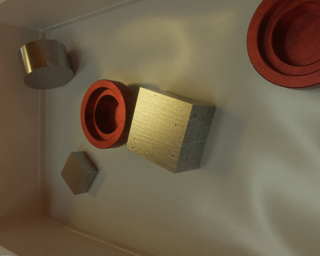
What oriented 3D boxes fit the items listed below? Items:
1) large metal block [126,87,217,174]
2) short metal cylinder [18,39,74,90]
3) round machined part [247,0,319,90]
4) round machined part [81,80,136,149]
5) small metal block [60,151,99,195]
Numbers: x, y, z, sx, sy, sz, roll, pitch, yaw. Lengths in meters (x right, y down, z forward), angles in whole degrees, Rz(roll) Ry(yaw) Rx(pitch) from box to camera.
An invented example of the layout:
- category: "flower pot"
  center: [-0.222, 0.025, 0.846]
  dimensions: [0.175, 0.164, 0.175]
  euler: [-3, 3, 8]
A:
- category: "large metal block"
  center: [0.012, 0.000, 0.379]
  dimensions: [0.080, 0.050, 0.079]
  euler: [23, 104, 37]
- category: "short metal cylinder"
  center: [-0.194, -0.106, 0.528]
  dimensions: [0.080, 0.081, 0.050]
  euler: [-29, 72, 36]
- category: "round machined part"
  center: [0.135, -0.083, 0.284]
  dimensions: [0.098, 0.042, 0.097]
  euler: [0, 90, 39]
- category: "round machined part"
  center: [-0.068, -0.019, 0.450]
  dimensions: [0.098, 0.042, 0.097]
  euler: [0, 90, 39]
- category: "small metal block"
  center: [-0.134, 0.074, 0.515]
  dimensions: [0.050, 0.025, 0.050]
  euler: [45, 117, 30]
